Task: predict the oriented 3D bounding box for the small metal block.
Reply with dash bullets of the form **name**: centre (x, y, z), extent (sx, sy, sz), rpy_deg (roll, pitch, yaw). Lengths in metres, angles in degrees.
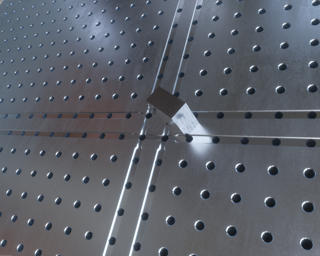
- **small metal block**: centre (0.016, -0.020, 0.395), extent (0.025, 0.050, 0.050), rpy_deg (-49, 52, -6)
